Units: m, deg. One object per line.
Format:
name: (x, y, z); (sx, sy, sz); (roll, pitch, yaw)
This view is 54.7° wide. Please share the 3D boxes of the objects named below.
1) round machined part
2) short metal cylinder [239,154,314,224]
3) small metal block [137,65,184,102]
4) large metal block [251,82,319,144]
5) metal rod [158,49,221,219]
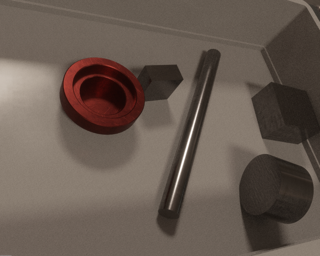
round machined part: (-0.072, -0.035, 0.378); (0.099, 0.042, 0.098); (14, 56, -21)
short metal cylinder: (0.149, 0.079, 0.405); (0.050, 0.080, 0.080); (19, 54, -17)
small metal block: (-0.004, -0.061, 0.426); (0.050, 0.050, 0.025); (-9, 67, -32)
large metal block: (0.210, -0.023, 0.520); (0.081, 0.050, 0.080); (9, 58, -24)
metal rod: (0.051, -0.014, 0.443); (0.025, 0.025, 0.300); (29, 52, -11)
